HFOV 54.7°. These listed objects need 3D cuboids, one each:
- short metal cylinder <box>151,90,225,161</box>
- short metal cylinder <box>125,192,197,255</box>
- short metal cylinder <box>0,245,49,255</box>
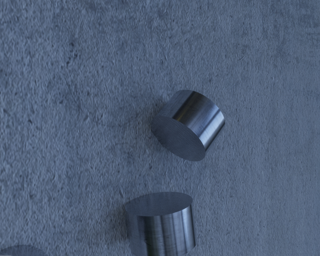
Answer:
[{"bbox_3d":[0.036,-0.002,0.399,0.050,0.080,0.080,-51,120,-28],"label":"short metal cylinder"},{"bbox_3d":[0.002,0.113,0.370,0.081,0.080,0.050,-11,98,-39],"label":"short metal cylinder"},{"bbox_3d":[-0.127,0.155,0.282,0.081,0.050,0.080,0,90,-40],"label":"short metal cylinder"}]
